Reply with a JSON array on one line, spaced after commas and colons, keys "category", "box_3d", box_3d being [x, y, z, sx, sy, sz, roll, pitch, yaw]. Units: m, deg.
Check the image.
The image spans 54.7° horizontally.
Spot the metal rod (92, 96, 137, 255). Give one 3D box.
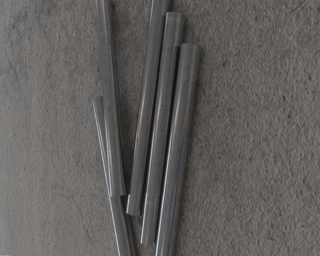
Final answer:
[{"category": "metal rod", "box_3d": [-0.063, 0.099, 0.457, 0.025, 0.025, 0.299, -19, 78, 38]}]

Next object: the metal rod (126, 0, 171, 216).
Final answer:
[{"category": "metal rod", "box_3d": [-0.016, -0.029, 0.418, 0.025, 0.025, 0.298, 12, 98, 39]}]

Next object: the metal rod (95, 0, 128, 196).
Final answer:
[{"category": "metal rod", "box_3d": [-0.072, -0.053, 0.455, 0.025, 0.025, 0.298, -13, 79, 39]}]

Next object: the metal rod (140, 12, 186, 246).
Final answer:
[{"category": "metal rod", "box_3d": [0.003, 0.005, 0.402, 0.025, 0.025, 0.298, 11, 97, 39]}]

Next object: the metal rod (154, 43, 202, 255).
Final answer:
[{"category": "metal rod", "box_3d": [0.020, 0.048, 0.388, 0.025, 0.025, 0.298, 12, 97, 39]}]
